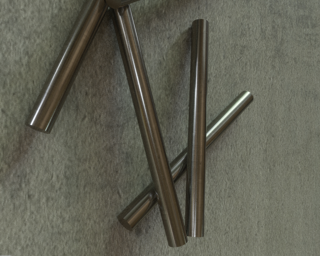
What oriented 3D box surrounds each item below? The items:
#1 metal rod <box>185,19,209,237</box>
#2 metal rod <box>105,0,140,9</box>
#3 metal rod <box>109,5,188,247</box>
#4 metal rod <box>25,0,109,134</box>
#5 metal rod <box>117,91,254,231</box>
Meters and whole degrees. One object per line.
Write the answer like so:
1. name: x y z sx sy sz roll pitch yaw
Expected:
1. metal rod: 0.052 -0.009 0.425 0.025 0.025 0.299 14 74 -40
2. metal rod: 0.041 -0.213 0.424 0.302 0.025 0.025 -39 114 -39
3. metal rod: -0.013 -0.003 0.374 0.025 0.025 0.298 -16 94 -39
4. metal rod: -0.072 -0.135 0.345 0.025 0.025 0.299 32 70 -36
5. metal rod: 0.054 0.031 0.452 0.302 0.025 0.025 -41 115 -32
